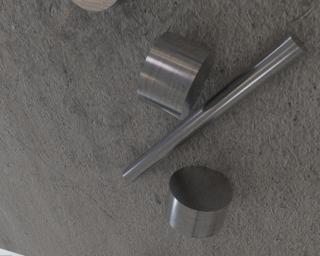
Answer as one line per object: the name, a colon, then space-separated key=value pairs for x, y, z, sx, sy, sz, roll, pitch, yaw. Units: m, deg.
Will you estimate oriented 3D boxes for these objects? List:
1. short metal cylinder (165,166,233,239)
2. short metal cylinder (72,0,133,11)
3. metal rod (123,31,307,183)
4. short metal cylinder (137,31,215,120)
short metal cylinder: x=0.049 y=0.094 z=0.404 sx=0.080 sy=0.080 sz=0.050 roll=19 pitch=126 yaw=17
short metal cylinder: x=-0.059 y=-0.166 z=0.319 sx=0.080 sy=0.050 sz=0.079 roll=13 pitch=124 yaw=21
metal rod: x=0.041 y=-0.004 z=0.382 sx=0.025 sy=0.025 sz=0.299 roll=46 pitch=129 yaw=-4
short metal cylinder: x=0.018 y=-0.055 z=0.328 sx=0.050 sy=0.080 sz=0.079 roll=27 pitch=128 yaw=11
